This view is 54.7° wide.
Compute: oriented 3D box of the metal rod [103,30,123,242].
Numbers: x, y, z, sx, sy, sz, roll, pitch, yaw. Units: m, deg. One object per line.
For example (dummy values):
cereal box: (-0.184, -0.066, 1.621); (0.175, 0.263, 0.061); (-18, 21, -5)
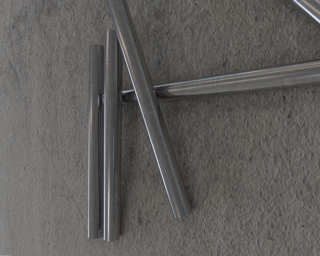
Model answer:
metal rod: (-0.066, 0.019, 0.436); (0.025, 0.025, 0.298); (12, 105, 39)

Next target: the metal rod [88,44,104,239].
metal rod: (-0.100, 0.021, 0.487); (0.025, 0.025, 0.298); (1, 91, 40)

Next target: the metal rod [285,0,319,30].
metal rod: (0.118, -0.151, 0.307); (0.025, 0.025, 0.299); (-49, 61, 29)

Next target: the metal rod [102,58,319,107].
metal rod: (0.038, -0.047, 0.373); (0.300, 0.025, 0.025); (-2, 89, 40)

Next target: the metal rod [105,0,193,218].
metal rod: (-0.016, -0.036, 0.385); (0.025, 0.025, 0.298); (-18, 88, 38)
